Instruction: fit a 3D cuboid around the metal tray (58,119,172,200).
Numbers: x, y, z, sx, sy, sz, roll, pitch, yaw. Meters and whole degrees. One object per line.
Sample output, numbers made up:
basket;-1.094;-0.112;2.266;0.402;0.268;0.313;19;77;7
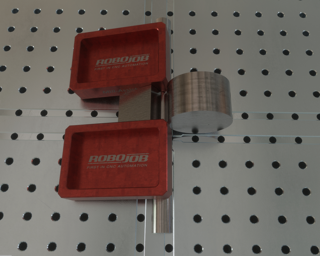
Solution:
metal tray;-0.052;0.040;0.376;0.131;0.030;0.090;-4;70;11

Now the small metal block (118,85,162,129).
small metal block;-0.026;-0.024;0.405;0.050;0.025;0.050;-11;67;29

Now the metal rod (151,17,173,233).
metal rod;0.003;-0.018;0.414;0.025;0.025;0.299;0;70;0

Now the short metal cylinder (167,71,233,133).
short metal cylinder;0.049;-0.029;0.390;0.081;0.080;0.050;0;70;0

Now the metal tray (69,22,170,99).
metal tray;-0.053;-0.091;0.423;0.131;0.030;0.090;-4;70;11
